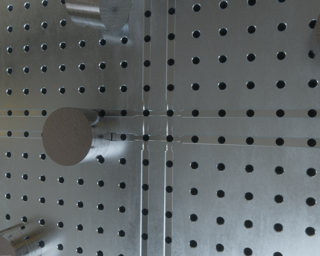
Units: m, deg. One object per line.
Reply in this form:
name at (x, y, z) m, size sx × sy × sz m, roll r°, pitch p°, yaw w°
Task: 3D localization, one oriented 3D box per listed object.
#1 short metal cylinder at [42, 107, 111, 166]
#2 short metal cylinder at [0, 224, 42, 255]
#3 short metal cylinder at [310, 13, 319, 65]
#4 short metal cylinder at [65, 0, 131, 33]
short metal cylinder at (-0.118, 0.011, 0.441) m, size 0.080 × 0.050 × 0.079 m, roll 0°, pitch 90°, yaw 20°
short metal cylinder at (-0.234, 0.197, 0.482) m, size 0.080 × 0.050 × 0.079 m, roll 0°, pitch 90°, yaw 20°
short metal cylinder at (0.205, -0.099, 0.327) m, size 0.080 × 0.050 × 0.079 m, roll 0°, pitch 90°, yaw 20°
short metal cylinder at (-0.080, -0.172, 0.411) m, size 0.050 × 0.080 × 0.080 m, roll 15°, pitch 95°, yaw 19°
